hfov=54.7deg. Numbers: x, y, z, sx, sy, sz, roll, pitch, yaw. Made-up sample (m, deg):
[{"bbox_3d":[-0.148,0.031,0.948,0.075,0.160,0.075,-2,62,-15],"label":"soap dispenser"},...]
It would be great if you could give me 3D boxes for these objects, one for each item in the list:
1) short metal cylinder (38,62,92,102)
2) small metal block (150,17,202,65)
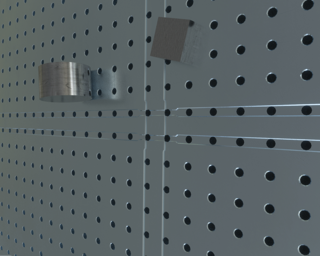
[{"bbox_3d":[-0.151,-0.071,0.495,0.080,0.081,0.050,-5,87,39],"label":"short metal cylinder"},{"bbox_3d":[0.019,-0.110,0.392,0.050,0.025,0.050,21,103,37],"label":"small metal block"}]
